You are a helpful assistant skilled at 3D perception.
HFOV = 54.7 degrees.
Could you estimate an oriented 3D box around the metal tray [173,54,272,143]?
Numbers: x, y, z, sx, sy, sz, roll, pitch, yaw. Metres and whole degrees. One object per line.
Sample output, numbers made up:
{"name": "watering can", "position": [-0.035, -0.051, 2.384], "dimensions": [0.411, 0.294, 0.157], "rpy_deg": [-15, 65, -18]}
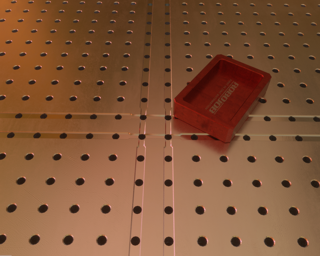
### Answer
{"name": "metal tray", "position": [0.091, -0.048, 0.445], "dimensions": [0.090, 0.030, 0.131], "rpy_deg": [29, 55, 21]}
